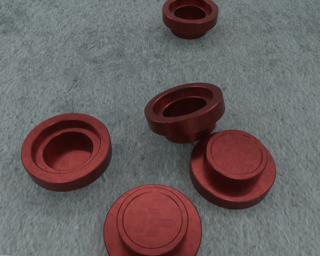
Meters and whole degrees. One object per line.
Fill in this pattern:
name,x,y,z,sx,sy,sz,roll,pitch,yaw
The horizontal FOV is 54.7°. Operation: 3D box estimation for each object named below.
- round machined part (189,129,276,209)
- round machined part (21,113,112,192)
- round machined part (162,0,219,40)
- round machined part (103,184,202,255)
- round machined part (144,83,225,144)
round machined part,0.085,0.040,0.360,0.099,0.042,0.098,0,50,0
round machined part,-0.106,0.032,0.364,0.099,0.042,0.098,0,50,0
round machined part,0.054,-0.197,0.558,0.099,0.042,0.098,0,50,0
round machined part,-0.007,0.099,0.309,0.099,0.042,0.098,0,50,0
round machined part,0.033,-0.016,0.391,0.098,0.042,0.098,-13,30,8
